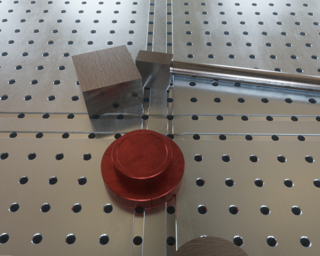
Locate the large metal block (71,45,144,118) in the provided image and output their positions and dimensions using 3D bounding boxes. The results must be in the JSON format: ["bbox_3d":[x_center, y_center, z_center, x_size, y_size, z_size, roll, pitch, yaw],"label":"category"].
[{"bbox_3d":[-0.076,-0.069,0.449,0.081,0.050,0.080,-16,52,-13],"label":"large metal block"}]

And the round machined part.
[{"bbox_3d":[-0.020,0.040,0.363,0.099,0.042,0.098,0,50,0],"label":"round machined part"}]

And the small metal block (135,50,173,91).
[{"bbox_3d":[-0.008,-0.086,0.463,0.050,0.050,0.025,9,51,7],"label":"small metal block"}]

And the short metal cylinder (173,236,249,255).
[{"bbox_3d":[0.044,0.144,0.271,0.081,0.050,0.080,0,50,0],"label":"short metal cylinder"}]

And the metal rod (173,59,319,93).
[{"bbox_3d":[0.134,-0.079,0.474,0.302,0.025,0.025,8,51,6],"label":"metal rod"}]
